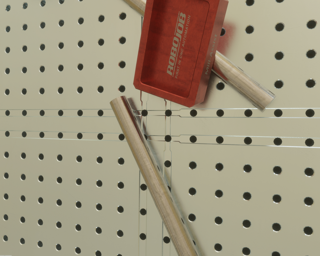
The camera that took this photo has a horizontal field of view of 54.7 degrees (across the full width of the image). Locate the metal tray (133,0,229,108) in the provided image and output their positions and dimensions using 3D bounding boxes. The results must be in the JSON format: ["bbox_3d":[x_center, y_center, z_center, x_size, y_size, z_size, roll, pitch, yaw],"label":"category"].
[{"bbox_3d":[0.021,-0.100,0.377,0.090,0.030,0.129,22,114,24],"label":"metal tray"}]

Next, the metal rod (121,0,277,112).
[{"bbox_3d":[0.022,-0.126,0.404,0.300,0.025,0.025,42,103,14],"label":"metal rod"}]

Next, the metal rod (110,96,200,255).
[{"bbox_3d":[0.004,0.095,0.410,0.025,0.025,0.299,-28,81,17],"label":"metal rod"}]
